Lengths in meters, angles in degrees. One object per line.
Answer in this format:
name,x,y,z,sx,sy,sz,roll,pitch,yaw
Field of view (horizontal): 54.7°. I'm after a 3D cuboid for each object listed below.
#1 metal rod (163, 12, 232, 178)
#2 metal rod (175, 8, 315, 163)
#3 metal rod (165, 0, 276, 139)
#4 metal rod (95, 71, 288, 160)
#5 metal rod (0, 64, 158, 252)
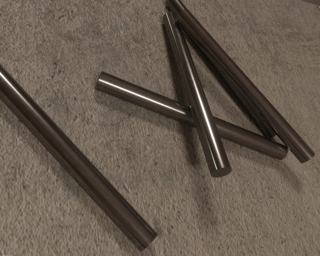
metal rod,0.044,-0.068,0.445,0.025,0.025,0.299,6,51,-25
metal rod,0.130,-0.069,0.485,0.025,0.025,0.300,-35,83,-39
metal rod,0.103,-0.110,0.528,0.025,0.025,0.299,-26,76,-37
metal rod,0.056,-0.012,0.442,0.302,0.025,0.025,20,54,-17
metal rod,-0.115,0.012,0.335,0.300,0.025,0.025,46,51,4
